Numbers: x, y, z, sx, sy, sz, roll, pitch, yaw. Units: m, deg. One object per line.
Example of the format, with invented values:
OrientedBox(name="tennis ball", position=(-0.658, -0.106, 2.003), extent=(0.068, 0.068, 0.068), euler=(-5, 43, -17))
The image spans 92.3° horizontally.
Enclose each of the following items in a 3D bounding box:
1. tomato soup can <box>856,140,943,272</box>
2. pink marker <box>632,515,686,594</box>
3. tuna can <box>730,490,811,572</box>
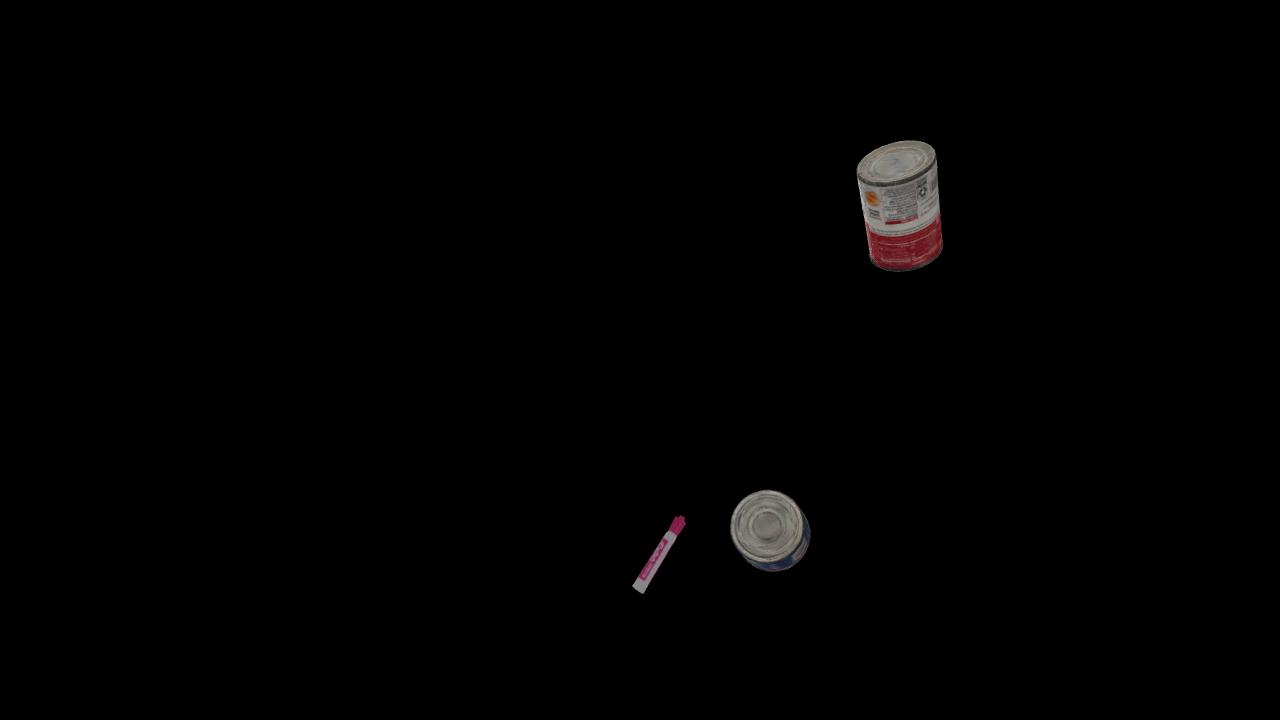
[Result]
OrientedBox(name="tomato soup can", position=(0.242, -0.142, 0.572), extent=(0.068, 0.068, 0.101), euler=(0, -42, 30))
OrientedBox(name="pink marker", position=(0.030, 0.275, 0.877), extent=(0.020, 0.121, 0.020), euler=(31, -21, 13))
OrientedBox(name="tuna can", position=(0.143, 0.188, 0.682), extent=(0.084, 0.084, 0.034), euler=(0, -31, 26))
